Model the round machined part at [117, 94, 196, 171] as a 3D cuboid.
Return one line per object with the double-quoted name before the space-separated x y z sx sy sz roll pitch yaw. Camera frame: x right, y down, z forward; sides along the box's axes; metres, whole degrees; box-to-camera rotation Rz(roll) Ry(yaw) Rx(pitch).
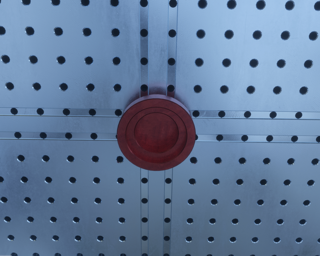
"round machined part" -0.005 0.003 0.405 0.099 0.042 0.097 0 110 0
